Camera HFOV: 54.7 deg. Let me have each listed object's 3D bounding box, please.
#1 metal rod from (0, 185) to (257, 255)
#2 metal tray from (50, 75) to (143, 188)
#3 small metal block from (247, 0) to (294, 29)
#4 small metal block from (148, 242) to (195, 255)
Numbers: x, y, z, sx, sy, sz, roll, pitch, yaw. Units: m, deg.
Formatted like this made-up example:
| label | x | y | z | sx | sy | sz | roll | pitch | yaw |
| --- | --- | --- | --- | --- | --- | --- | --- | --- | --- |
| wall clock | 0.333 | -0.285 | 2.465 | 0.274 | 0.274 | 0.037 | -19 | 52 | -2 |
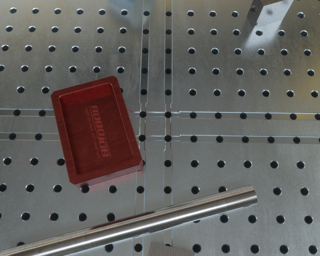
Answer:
| label | x | y | z | sx | sy | sz | roll | pitch | yaw |
| --- | --- | --- | --- | --- | --- | --- | --- | --- | --- |
| metal rod | -0.031 | 0.117 | 0.368 | 0.302 | 0.025 | 0.025 | -13 | 71 | -6 |
| metal tray | -0.083 | 0.003 | 0.406 | 0.091 | 0.030 | 0.130 | -17 | 71 | -7 |
| small metal block | 0.166 | -0.182 | 0.467 | 0.050 | 0.050 | 0.025 | -18 | 71 | -7 |
| small metal block | 0.009 | 0.162 | 0.353 | 0.050 | 0.025 | 0.050 | 12 | 70 | 4 |
